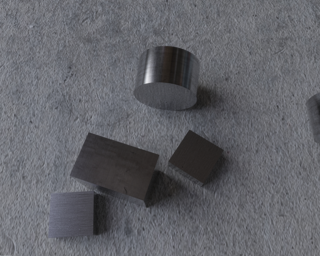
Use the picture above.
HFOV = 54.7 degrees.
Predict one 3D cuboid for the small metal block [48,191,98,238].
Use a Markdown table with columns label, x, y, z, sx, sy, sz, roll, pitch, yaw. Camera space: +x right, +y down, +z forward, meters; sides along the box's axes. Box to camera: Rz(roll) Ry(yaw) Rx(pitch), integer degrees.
| label | x | y | z | sx | sy | sz | roll | pitch | yaw |
| --- | --- | --- | --- | --- | --- | --- | --- | --- | --- |
| small metal block | -0.102 | 0.103 | 0.369 | 0.050 | 0.025 | 0.050 | -3 | 70 | -2 |

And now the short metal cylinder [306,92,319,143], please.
| label | x | y | z | sx | sy | sz | roll | pitch | yaw |
| --- | --- | --- | --- | --- | --- | --- | --- | --- | --- |
| short metal cylinder | 0.231 | -0.015 | 0.387 | 0.081 | 0.080 | 0.050 | -2 | 70 | -1 |

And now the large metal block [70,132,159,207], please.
| label | x | y | z | sx | sy | sz | roll | pitch | yaw |
| --- | --- | --- | --- | --- | --- | --- | --- | --- | --- |
| large metal block | -0.047 | 0.052 | 0.359 | 0.080 | 0.080 | 0.050 | 17 | 71 | 6 |

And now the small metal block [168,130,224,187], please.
| label | x | y | z | sx | sy | sz | roll | pitch | yaw |
| --- | --- | --- | --- | --- | --- | --- | --- | --- | --- |
| small metal block | 0.045 | 0.039 | 0.395 | 0.050 | 0.025 | 0.050 | 32 | 73 | 10 |

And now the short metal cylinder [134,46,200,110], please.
| label | x | y | z | sx | sy | sz | roll | pitch | yaw |
| --- | --- | --- | --- | --- | --- | --- | --- | --- | --- |
| short metal cylinder | 0.010 | -0.062 | 0.402 | 0.080 | 0.080 | 0.050 | 7 | 70 | 2 |
